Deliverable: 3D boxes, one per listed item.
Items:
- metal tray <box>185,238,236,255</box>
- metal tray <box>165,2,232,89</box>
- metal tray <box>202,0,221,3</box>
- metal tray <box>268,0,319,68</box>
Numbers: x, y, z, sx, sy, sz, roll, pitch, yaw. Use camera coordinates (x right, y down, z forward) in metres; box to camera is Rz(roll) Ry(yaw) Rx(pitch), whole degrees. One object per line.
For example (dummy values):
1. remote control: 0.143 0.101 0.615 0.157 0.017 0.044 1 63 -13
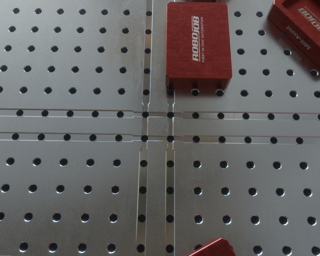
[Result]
1. metal tray: 0.063 0.200 0.337 0.090 0.030 0.130 -26 72 -9
2. metal tray: 0.054 -0.123 0.454 0.090 0.030 0.130 1 70 0
3. metal tray: 0.066 -0.269 0.508 0.130 0.030 0.090 40 75 13
4. metal tray: 0.241 -0.158 0.468 0.090 0.030 0.130 -34 74 -12
